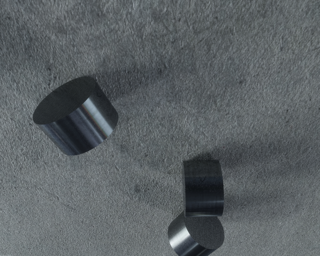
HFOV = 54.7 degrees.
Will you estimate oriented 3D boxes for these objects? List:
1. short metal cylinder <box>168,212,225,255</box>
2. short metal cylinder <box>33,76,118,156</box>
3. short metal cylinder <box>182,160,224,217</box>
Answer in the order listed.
[{"bbox_3d":[0.061,0.176,0.522,0.080,0.080,0.050,24,126,-19],"label":"short metal cylinder"},{"bbox_3d":[-0.096,-0.015,0.357,0.080,0.080,0.050,-19,128,15],"label":"short metal cylinder"},{"bbox_3d":[0.059,0.086,0.445,0.050,0.080,0.079,-2,130,1],"label":"short metal cylinder"}]
